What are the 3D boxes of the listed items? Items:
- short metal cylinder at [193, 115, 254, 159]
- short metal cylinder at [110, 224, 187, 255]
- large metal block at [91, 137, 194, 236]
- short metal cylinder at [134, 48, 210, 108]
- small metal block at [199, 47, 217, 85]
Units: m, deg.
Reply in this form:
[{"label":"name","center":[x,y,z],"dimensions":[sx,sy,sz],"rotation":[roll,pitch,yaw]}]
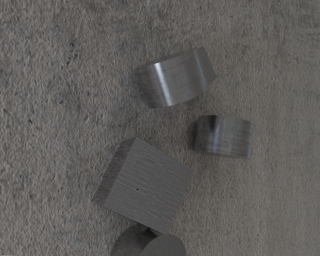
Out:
[{"label":"short metal cylinder","center":[0.091,0.015,0.445],"dimensions":[0.081,0.080,0.050],"rotation":[14,81,-39]},{"label":"short metal cylinder","center":[-0.014,0.163,0.377],"dimensions":[0.081,0.050,0.080],"rotation":[0,91,-40]},{"label":"large metal block","center":[-0.020,0.067,0.359],"dimensions":[0.080,0.050,0.080],"rotation":[31,70,-19]},{"label":"short metal cylinder","center":[0.015,-0.062,0.381],"dimensions":[0.081,0.080,0.050],"rotation":[-30,109,-36]},{"label":"small metal block","center":[0.050,-0.081,0.446],"dimensions":[0.050,0.025,0.050],"rotation":[-43,116,-32]}]
